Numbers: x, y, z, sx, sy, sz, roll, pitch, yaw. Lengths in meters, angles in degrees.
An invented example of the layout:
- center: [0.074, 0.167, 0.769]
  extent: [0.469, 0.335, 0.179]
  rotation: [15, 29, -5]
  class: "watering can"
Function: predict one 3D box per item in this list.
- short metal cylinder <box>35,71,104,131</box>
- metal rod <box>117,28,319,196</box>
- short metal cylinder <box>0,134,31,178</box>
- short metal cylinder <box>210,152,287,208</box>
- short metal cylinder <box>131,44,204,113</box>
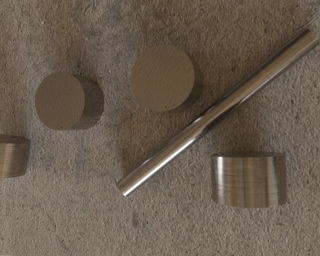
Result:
- center: [-0.127, -0.036, 0.441]
  extent: [0.080, 0.050, 0.079]
  rotation: [0, 90, 20]
  class: "short metal cylinder"
- center: [0.060, -0.010, 0.387]
  extent: [0.299, 0.025, 0.025]
  rotation: [-40, 78, 15]
  class: "metal rod"
- center: [-0.241, 0.040, 0.465]
  extent: [0.080, 0.080, 0.050]
  rotation: [11, 94, 19]
  class: "short metal cylinder"
- center: [0.098, 0.054, 0.345]
  extent: [0.080, 0.080, 0.050]
  rotation: [-2, 90, 20]
  class: "short metal cylinder"
- center: [0.010, -0.060, 0.392]
  extent: [0.080, 0.050, 0.079]
  rotation: [0, 90, 20]
  class: "short metal cylinder"
